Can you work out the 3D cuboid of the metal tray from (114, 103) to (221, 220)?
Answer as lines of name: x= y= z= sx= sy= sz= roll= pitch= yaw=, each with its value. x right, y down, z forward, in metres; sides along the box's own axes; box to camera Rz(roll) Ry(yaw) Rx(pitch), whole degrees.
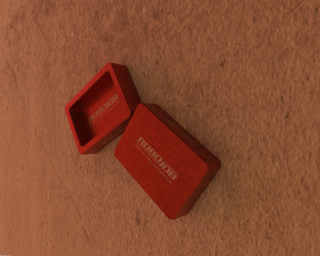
metal tray: x=0.003 y=0.039 z=0.397 sx=0.130 sy=0.030 sz=0.089 roll=44 pitch=116 yaw=31

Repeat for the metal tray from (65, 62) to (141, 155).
metal tray: x=-0.088 y=-0.026 z=0.471 sx=0.130 sy=0.030 sz=0.090 roll=-35 pitch=69 yaw=34
